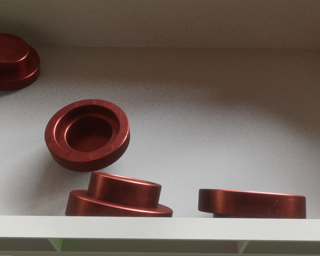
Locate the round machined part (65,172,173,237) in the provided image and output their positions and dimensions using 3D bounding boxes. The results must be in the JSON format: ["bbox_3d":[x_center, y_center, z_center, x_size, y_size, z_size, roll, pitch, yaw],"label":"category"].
[{"bbox_3d":[-0.035,0.069,0.296,0.098,0.098,0.042,10,82,8],"label":"round machined part"}]

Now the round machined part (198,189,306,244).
[{"bbox_3d":[0.086,0.083,0.296,0.099,0.098,0.042,4,78,3],"label":"round machined part"}]

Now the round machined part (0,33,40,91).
[{"bbox_3d":[-0.232,-0.105,0.464,0.099,0.042,0.098,11,50,-13],"label":"round machined part"}]

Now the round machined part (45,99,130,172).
[{"bbox_3d":[-0.086,0.013,0.382,0.099,0.042,0.098,0,50,0],"label":"round machined part"}]
